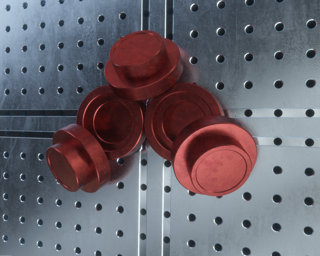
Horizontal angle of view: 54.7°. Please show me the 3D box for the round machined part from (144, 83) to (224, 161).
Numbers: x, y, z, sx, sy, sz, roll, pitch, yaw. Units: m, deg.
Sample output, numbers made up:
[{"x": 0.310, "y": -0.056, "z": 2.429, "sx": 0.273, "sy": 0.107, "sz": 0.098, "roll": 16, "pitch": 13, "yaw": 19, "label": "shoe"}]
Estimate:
[{"x": 0.033, "y": -0.006, "z": 0.391, "sx": 0.098, "sy": 0.042, "sz": 0.097, "roll": 0, "pitch": 90, "yaw": 19, "label": "round machined part"}]

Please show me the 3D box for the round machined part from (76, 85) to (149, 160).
[{"x": -0.060, "y": -0.007, "z": 0.423, "sx": 0.098, "sy": 0.042, "sz": 0.097, "roll": 0, "pitch": 90, "yaw": 19, "label": "round machined part"}]

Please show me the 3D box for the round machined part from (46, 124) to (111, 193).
[{"x": -0.116, "y": 0.047, "z": 0.418, "sx": 0.098, "sy": 0.042, "sz": 0.097, "roll": 24, "pitch": 130, "yaw": 32, "label": "round machined part"}]

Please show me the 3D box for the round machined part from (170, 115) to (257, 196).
[{"x": 0.064, "y": 0.038, "z": 0.352, "sx": 0.099, "sy": 0.042, "sz": 0.097, "roll": -4, "pitch": 117, "yaw": -7, "label": "round machined part"}]

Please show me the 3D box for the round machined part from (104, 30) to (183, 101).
[{"x": -0.024, "y": -0.084, "z": 0.384, "sx": 0.098, "sy": 0.042, "sz": 0.098, "roll": -9, "pitch": 49, "yaw": 12, "label": "round machined part"}]
